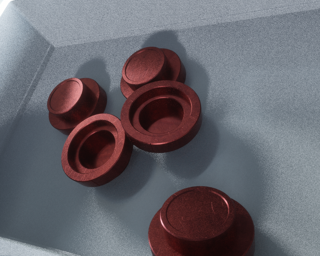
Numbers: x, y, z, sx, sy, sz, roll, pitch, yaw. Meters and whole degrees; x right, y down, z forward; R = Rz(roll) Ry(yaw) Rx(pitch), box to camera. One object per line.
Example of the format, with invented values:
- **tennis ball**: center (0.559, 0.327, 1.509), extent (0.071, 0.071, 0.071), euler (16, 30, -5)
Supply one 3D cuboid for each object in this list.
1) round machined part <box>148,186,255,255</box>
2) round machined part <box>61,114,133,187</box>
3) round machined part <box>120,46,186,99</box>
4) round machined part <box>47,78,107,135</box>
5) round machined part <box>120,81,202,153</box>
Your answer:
- **round machined part**: center (0.037, 0.092, 0.289), extent (0.099, 0.042, 0.098), euler (-8, 28, 5)
- **round machined part**: center (-0.078, 0.033, 0.414), extent (0.098, 0.042, 0.098), euler (-13, 56, 20)
- **round machined part**: center (-0.016, -0.079, 0.450), extent (0.098, 0.042, 0.098), euler (-13, 56, 20)
- **round machined part**: center (-0.137, -0.040, 0.489), extent (0.098, 0.042, 0.098), euler (-13, 56, 20)
- **round machined part**: center (0.004, -0.010, 0.388), extent (0.098, 0.042, 0.098), euler (-6, 54, 9)
